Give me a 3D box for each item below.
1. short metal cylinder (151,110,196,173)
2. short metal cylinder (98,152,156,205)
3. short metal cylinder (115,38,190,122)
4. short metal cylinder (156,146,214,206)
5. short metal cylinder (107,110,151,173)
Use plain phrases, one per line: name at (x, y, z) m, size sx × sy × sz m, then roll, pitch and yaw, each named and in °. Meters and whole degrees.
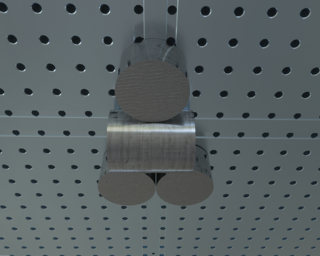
short metal cylinder at (0.015, 0.017, 0.391) m, size 0.050 × 0.080 × 0.079 m, roll 0°, pitch 130°, yaw -1°
short metal cylinder at (-0.046, 0.068, 0.452) m, size 0.081 × 0.050 × 0.079 m, roll 0°, pitch 130°, yaw 0°
short metal cylinder at (-0.008, -0.053, 0.350) m, size 0.081 × 0.050 × 0.079 m, roll 0°, pitch 130°, yaw 0°
short metal cylinder at (0.035, 0.069, 0.453) m, size 0.081 × 0.050 × 0.079 m, roll 0°, pitch 130°, yaw 0°
short metal cylinder at (-0.036, 0.017, 0.390) m, size 0.050 × 0.080 × 0.079 m, roll 0°, pitch 130°, yaw -1°
